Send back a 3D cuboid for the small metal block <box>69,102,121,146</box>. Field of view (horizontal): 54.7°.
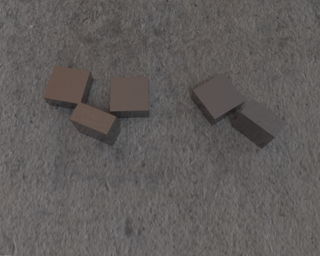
[{"bbox_3d":[-0.081,-0.004,0.395,0.050,0.050,0.025,22,72,7],"label":"small metal block"}]

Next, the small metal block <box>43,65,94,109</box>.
[{"bbox_3d":[-0.125,-0.055,0.427,0.050,0.025,0.050,10,70,3],"label":"small metal block"}]

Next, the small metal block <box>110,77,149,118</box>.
[{"bbox_3d":[-0.041,-0.041,0.423,0.050,0.025,0.050,-2,70,-1],"label":"small metal block"}]

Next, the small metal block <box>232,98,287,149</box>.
[{"bbox_3d":[0.125,-0.004,0.398,0.050,0.050,0.025,39,75,12],"label":"small metal block"}]

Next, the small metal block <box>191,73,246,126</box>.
[{"bbox_3d":[0.079,-0.039,0.423,0.050,0.025,0.050,-31,73,-11],"label":"small metal block"}]
